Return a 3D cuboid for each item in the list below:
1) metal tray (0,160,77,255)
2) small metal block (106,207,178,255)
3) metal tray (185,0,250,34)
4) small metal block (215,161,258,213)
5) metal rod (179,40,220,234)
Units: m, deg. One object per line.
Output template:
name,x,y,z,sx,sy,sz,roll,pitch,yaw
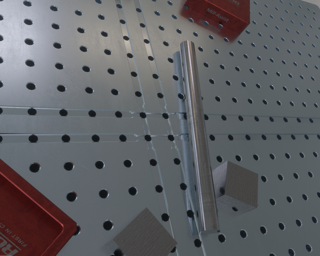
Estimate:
metal tray,-0.152,0.083,0.271,0.130,0.030,0.090,41,51,-1
small metal block,-0.019,0.121,0.324,0.050,0.025,0.050,48,51,6
metal tray,0.119,-0.254,0.624,0.131,0.030,0.090,22,54,-15
small metal block,0.102,0.079,0.415,0.050,0.025,0.050,24,53,-14
metal rod,0.051,-0.007,0.439,0.025,0.025,0.299,11,57,-23
